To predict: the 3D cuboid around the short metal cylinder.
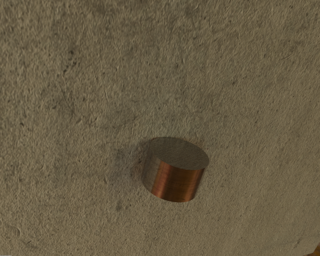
[{"bbox_3d":[0.019,0.053,0.414,0.081,0.080,0.050,2,118,-29],"label":"short metal cylinder"}]
